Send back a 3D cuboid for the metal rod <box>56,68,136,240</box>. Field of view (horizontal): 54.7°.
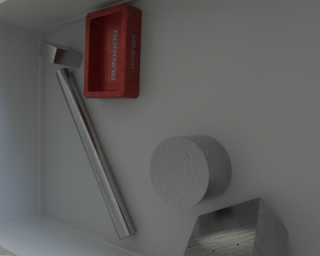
[{"bbox_3d":[-0.108,0.029,0.493,0.025,0.025,0.299,-40,66,32],"label":"metal rod"}]

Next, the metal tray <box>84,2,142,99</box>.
[{"bbox_3d":[-0.072,-0.109,0.460,0.090,0.030,0.129,4,92,39],"label":"metal tray"}]

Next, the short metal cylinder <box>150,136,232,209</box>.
[{"bbox_3d":[0.035,0.049,0.360,0.080,0.050,0.079,0,90,39],"label":"short metal cylinder"}]

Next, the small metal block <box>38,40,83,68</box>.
[{"bbox_3d":[-0.169,-0.125,0.527,0.050,0.050,0.025,31,109,35],"label":"small metal block"}]

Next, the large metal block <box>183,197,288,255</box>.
[{"bbox_3d":[0.072,0.123,0.301,0.080,0.080,0.050,-30,105,36],"label":"large metal block"}]
